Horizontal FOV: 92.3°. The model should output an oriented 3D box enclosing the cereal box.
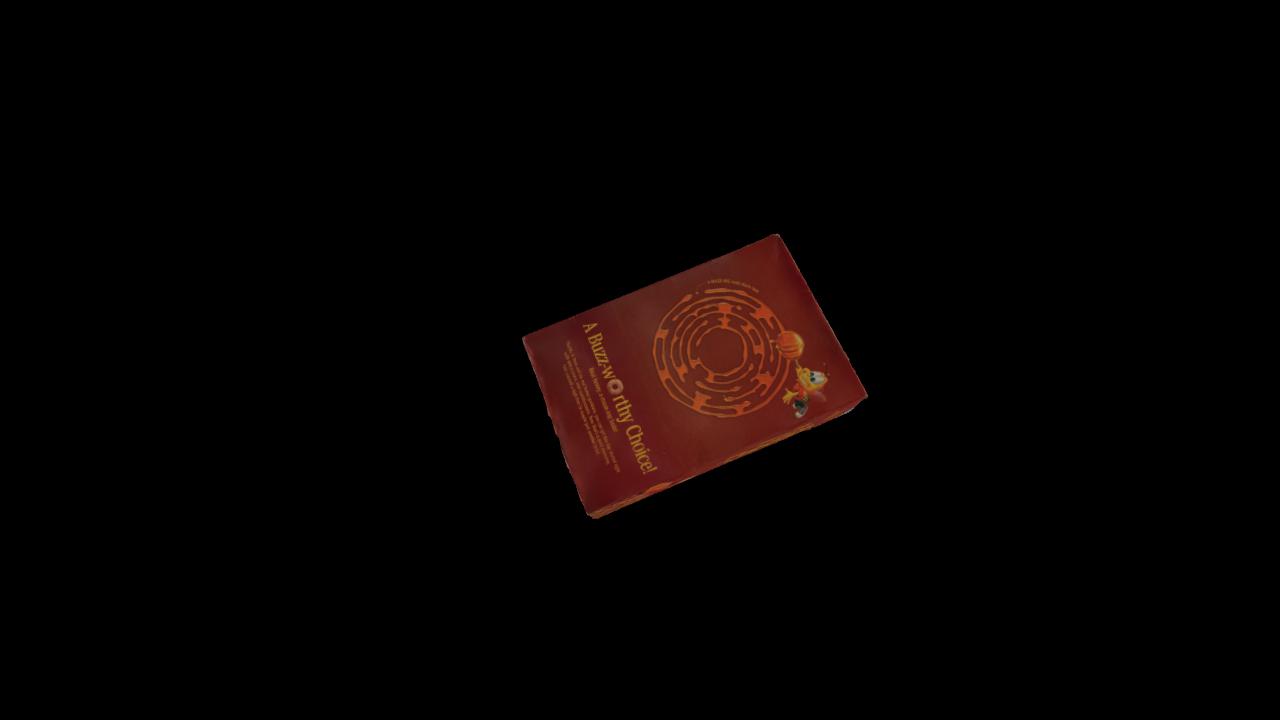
[{"bbox_3d":[0.053,0.015,0.655,0.306,0.203,0.081,-23,-18,-4],"label":"cereal box"}]
